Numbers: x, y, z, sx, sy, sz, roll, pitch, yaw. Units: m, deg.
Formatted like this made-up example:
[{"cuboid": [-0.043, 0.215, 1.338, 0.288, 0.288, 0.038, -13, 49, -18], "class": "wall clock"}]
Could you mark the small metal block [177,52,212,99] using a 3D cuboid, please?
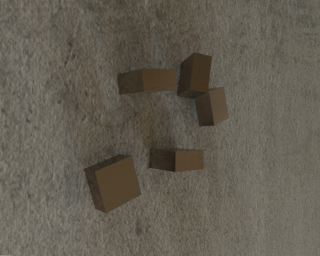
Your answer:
[{"cuboid": [0.046, -0.070, 0.426, 0.025, 0.050, 0.050, 10, 83, -15], "class": "small metal block"}]

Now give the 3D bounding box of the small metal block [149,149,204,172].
[{"cuboid": [0.022, 0.041, 0.409, 0.050, 0.050, 0.025, 1, 90, -40], "class": "small metal block"}]

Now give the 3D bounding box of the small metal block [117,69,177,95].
[{"cuboid": [-0.016, -0.056, 0.377, 0.050, 0.050, 0.025, -9, 96, -40], "class": "small metal block"}]

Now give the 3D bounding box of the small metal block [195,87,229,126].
[{"cuboid": [0.078, -0.033, 0.466, 0.050, 0.025, 0.050, -22, 105, -51], "class": "small metal block"}]

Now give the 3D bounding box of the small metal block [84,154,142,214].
[{"cuboid": [-0.054, 0.063, 0.361, 0.050, 0.025, 0.050, -21, 104, -38], "class": "small metal block"}]
